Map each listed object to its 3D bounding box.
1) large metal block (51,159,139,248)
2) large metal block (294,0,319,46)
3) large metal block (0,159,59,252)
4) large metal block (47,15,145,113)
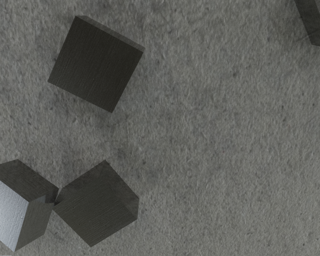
[{"bbox_3d":[-0.087,0.105,0.434,0.080,0.050,0.080,-34,107,11],"label":"large metal block"},{"bbox_3d":[0.205,-0.146,0.345,0.080,0.050,0.080,-28,108,9],"label":"large metal block"},{"bbox_3d":[-0.193,0.101,0.414,0.080,0.050,0.079,29,110,18],"label":"large metal block"},{"bbox_3d":[-0.073,-0.076,0.367,0.080,0.050,0.080,27,108,-10],"label":"large metal block"}]
